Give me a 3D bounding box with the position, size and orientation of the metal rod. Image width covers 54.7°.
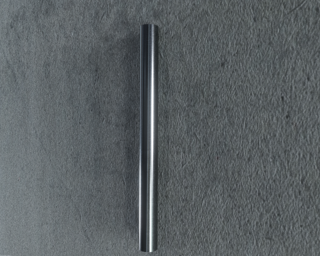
[{"bbox_3d":[-0.015,0.013,0.417,0.025,0.025,0.298,0,90,39],"label":"metal rod"}]
